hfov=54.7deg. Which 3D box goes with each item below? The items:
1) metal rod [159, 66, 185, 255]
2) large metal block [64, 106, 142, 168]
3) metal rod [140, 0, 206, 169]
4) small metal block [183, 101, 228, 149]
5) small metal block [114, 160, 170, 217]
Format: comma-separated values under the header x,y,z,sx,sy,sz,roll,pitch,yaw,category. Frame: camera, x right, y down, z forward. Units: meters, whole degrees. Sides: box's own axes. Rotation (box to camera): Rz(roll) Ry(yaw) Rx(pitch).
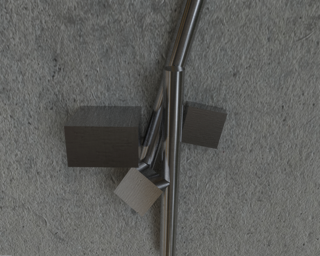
x,y,z,sx,sy,sz,roll,pitch,yaw,category
0.014,0.066,0.419,0.025,0.025,0.298,1,116,-1,metal rod
-0.064,0.008,0.382,0.081,0.080,0.050,1,110,-1,large metal block
0.005,-0.032,0.398,0.025,0.025,0.298,15,109,-6,metal rod
0.055,-0.004,0.409,0.050,0.025,0.050,11,110,-5,small metal block
-0.024,0.079,0.408,0.050,0.025,0.050,39,113,8,small metal block
